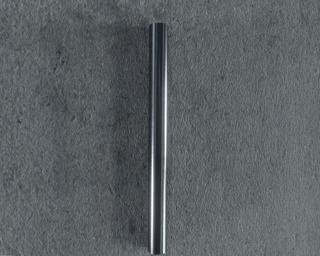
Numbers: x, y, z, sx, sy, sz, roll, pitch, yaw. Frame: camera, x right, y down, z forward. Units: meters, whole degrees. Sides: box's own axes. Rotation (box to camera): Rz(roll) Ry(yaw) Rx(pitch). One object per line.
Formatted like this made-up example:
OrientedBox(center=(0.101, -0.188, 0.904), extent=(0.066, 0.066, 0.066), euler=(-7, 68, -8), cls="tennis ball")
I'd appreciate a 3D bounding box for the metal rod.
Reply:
OrientedBox(center=(-0.003, 0.014, 0.410), extent=(0.025, 0.025, 0.298), euler=(0, 90, -20), cls="metal rod")
